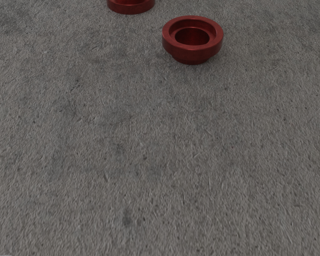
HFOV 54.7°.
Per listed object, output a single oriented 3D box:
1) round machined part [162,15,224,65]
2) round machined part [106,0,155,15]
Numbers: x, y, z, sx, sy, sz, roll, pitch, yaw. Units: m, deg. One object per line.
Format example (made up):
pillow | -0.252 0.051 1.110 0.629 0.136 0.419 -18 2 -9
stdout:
round machined part | 0.052 -0.141 0.511 0.099 0.042 0.098 0 50 0
round machined part | -0.060 -0.272 0.620 0.099 0.042 0.098 0 50 0
